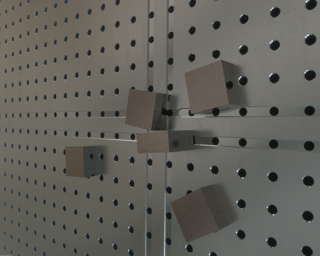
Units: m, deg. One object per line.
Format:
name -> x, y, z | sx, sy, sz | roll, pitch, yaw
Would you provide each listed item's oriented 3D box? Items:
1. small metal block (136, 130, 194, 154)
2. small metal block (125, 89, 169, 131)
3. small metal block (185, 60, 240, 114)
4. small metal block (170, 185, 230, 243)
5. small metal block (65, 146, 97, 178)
small metal block -> 0.007, 0.017, 0.388 | 0.050, 0.050, 0.025 | -6, 86, 40
small metal block -> -0.019, -0.026, 0.426 | 0.050, 0.025, 0.050 | 14, 99, 39
small metal block -> 0.060, -0.046, 0.361 | 0.050, 0.025, 0.050 | -14, 81, 39
small metal block -> 0.047, 0.102, 0.371 | 0.050, 0.025, 0.050 | -36, 68, 34
small metal block -> -0.133, 0.056, 0.521 | 0.050, 0.025, 0.050 | -3, 88, 40
